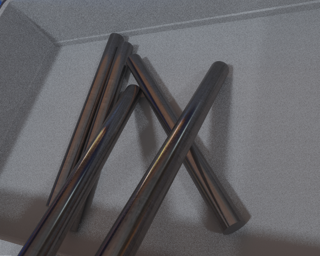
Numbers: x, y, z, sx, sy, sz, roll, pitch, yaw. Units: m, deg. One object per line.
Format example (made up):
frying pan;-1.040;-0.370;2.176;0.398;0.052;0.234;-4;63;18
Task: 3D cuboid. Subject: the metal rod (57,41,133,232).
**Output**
metal rod;-0.086;-0.005;0.451;0.025;0.025;0.300;-1;61;27

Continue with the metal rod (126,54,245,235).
metal rod;0.016;-0.004;0.398;0.025;0.025;0.300;-34;52;6

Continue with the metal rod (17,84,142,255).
metal rod;-0.069;0.029;0.338;0.025;0.025;0.301;-12;30;21

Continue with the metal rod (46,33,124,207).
metal rod;-0.107;-0.025;0.475;0.025;0.025;0.300;0;61;27

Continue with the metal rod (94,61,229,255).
metal rod;0.020;0.012;0.309;0.025;0.025;0.301;2;38;29
